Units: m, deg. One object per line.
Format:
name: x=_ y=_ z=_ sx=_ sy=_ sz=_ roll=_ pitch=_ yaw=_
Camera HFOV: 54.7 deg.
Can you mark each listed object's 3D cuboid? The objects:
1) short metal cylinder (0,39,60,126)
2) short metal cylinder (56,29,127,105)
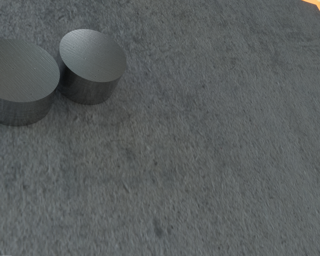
short metal cylinder: x=-0.154 y=-0.048 z=0.335 sx=0.081 sy=0.050 sz=0.080 roll=14 pitch=56 yaw=-21
short metal cylinder: x=-0.088 y=-0.076 z=0.387 sx=0.081 sy=0.050 sz=0.080 roll=14 pitch=56 yaw=-21
